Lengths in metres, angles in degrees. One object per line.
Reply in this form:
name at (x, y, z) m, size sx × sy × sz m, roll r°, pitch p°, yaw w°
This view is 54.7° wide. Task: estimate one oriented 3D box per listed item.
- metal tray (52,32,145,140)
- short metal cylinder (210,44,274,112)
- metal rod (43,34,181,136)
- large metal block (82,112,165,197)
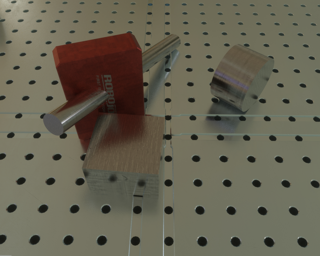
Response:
metal tray at (-0.067, -0.045, 0.376) m, size 0.091 × 0.129 × 0.030 m, roll -15°, pitch 53°, yaw -13°
short metal cylinder at (0.115, -0.069, 0.432) m, size 0.050 × 0.080 × 0.080 m, roll 33°, pitch 57°, yaw 24°
metal rod at (-0.041, -0.077, 0.421) m, size 0.025 × 0.025 × 0.301 m, roll 21°, pitch 38°, yaw 16°
large metal block at (-0.038, 0.030, 0.365) m, size 0.080 × 0.050 × 0.080 m, roll 4°, pitch 50°, yaw 3°
